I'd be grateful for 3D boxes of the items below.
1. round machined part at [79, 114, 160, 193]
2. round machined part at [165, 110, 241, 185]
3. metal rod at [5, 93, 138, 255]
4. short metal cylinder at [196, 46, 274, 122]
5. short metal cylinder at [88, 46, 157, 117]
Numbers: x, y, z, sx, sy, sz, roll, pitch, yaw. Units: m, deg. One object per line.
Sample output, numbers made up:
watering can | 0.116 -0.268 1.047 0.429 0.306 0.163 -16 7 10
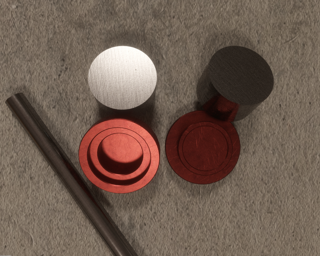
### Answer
round machined part | -0.049 0.029 0.392 0.099 0.042 0.097 0 107 1
round machined part | 0.056 0.025 0.402 0.099 0.042 0.097 0 90 -1
metal rod | -0.105 0.083 0.408 0.025 0.025 0.299 -35 90 0
short metal cylinder | 0.091 -0.054 0.385 0.081 0.050 0.080 4 68 -9
short metal cylinder | -0.045 -0.055 0.389 0.081 0.050 0.080 1 77 -3
